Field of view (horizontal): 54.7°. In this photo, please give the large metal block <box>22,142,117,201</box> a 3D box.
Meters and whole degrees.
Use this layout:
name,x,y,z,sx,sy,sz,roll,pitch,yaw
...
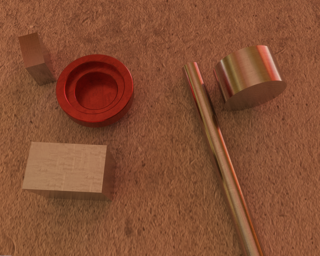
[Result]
name,x,y,z,sx,sy,sz,roll,pitch,yaw
large metal block,-0.098,0.053,0.358,0.081,0.080,0.050,3,70,1

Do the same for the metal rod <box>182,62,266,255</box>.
name,x,y,z,sx,sy,sz,roll,pitch,yaw
metal rod,0.081,0.049,0.391,0.025,0.025,0.299,-14,71,-5

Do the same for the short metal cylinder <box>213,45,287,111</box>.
name,x,y,z,sx,sy,sz,roll,pitch,yaw
short metal cylinder,0.115,-0.063,0.403,0.081,0.080,0.050,-13,71,-5

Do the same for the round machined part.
name,x,y,z,sx,sy,sz,roll,pitch,yaw
round machined part,-0.084,-0.046,0.415,0.099,0.042,0.098,0,70,-1

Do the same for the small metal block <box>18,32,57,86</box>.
name,x,y,z,sx,sy,sz,roll,pitch,yaw
small metal block,-0.168,-0.094,0.427,0.025,0.050,0.050,-18,71,-7
